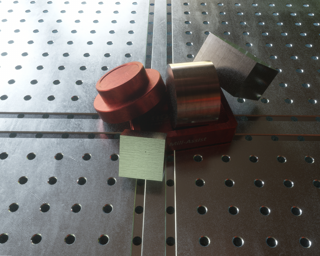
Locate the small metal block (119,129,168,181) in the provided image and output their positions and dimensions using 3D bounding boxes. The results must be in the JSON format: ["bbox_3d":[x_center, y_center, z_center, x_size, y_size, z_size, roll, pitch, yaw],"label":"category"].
[{"bbox_3d":[-0.019,0.031,0.358,0.050,0.050,0.025,6,16,5],"label":"small metal block"}]

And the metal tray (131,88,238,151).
[{"bbox_3d":[0.026,-0.017,0.415,0.131,0.030,0.090,-9,51,-8],"label":"metal tray"}]

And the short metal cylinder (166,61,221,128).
[{"bbox_3d":[0.038,-0.042,0.386,0.050,0.080,0.080,-6,50,-6],"label":"short metal cylinder"}]

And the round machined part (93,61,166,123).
[{"bbox_3d":[-0.045,-0.053,0.411,0.098,0.042,0.098,-19,33,13],"label":"round machined part"}]

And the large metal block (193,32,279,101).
[{"bbox_3d":[0.105,-0.083,0.432,0.081,0.050,0.080,0,38,-51],"label":"large metal block"}]
